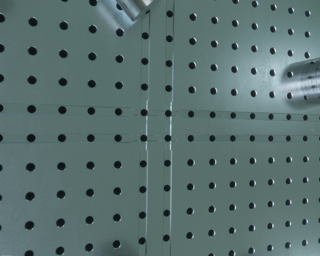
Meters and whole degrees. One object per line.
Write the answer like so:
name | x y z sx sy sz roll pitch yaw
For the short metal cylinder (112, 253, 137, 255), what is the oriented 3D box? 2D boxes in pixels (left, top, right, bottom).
short metal cylinder | -0.043 0.205 0.384 0.081 0.050 0.079 0 90 -20

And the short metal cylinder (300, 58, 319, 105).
short metal cylinder | 0.278 -0.078 0.502 0.081 0.050 0.079 0 90 -20

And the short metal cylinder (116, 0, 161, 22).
short metal cylinder | -0.019 -0.176 0.376 0.080 0.080 0.050 -44 104 -15
